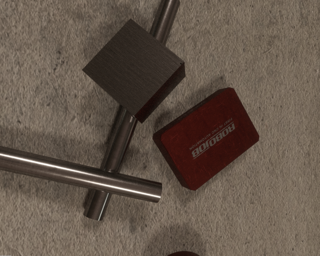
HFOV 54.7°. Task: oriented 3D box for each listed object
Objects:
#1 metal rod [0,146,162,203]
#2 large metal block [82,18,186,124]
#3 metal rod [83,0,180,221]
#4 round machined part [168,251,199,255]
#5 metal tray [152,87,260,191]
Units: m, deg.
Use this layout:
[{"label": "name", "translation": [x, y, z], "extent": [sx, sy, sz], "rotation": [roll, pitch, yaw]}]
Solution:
[{"label": "metal rod", "translation": [-0.143, 0.040, 0.339], "extent": [0.302, 0.025, 0.025], "rotation": [15, 85, -14]}, {"label": "large metal block", "translation": [-0.028, -0.064, 0.363], "extent": [0.080, 0.050, 0.080], "rotation": [42, 87, 11]}, {"label": "metal rod", "translation": [-0.033, -0.031, 0.397], "extent": [0.025, 0.025, 0.299], "rotation": [22, 83, -19]}, {"label": "round machined part", "translation": [0.025, 0.212, 0.411], "extent": [0.099, 0.042, 0.097], "rotation": [0, 90, -21]}, {"label": "metal tray", "translation": [0.067, 0.013, 0.432], "extent": [0.131, 0.030, 0.090], "rotation": [-34, 102, -17]}]
